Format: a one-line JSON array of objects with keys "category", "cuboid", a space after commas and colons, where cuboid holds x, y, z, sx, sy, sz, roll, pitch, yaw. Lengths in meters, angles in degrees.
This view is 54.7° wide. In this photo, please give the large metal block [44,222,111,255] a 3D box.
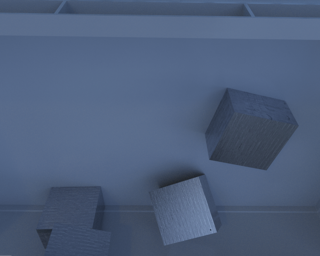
[{"category": "large metal block", "cuboid": [-0.116, 0.184, 0.422, 0.081, 0.080, 0.050, 14, 126, -11]}]

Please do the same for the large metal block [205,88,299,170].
[{"category": "large metal block", "cuboid": [0.112, 0.003, 0.396, 0.081, 0.050, 0.079, 11, 129, -10]}]

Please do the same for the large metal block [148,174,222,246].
[{"category": "large metal block", "cuboid": [0.039, 0.122, 0.468, 0.080, 0.080, 0.050, -20, 169, 16]}]

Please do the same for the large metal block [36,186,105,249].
[{"category": "large metal block", "cuboid": [-0.136, 0.140, 0.489, 0.080, 0.080, 0.050, -1, 127, 0]}]
